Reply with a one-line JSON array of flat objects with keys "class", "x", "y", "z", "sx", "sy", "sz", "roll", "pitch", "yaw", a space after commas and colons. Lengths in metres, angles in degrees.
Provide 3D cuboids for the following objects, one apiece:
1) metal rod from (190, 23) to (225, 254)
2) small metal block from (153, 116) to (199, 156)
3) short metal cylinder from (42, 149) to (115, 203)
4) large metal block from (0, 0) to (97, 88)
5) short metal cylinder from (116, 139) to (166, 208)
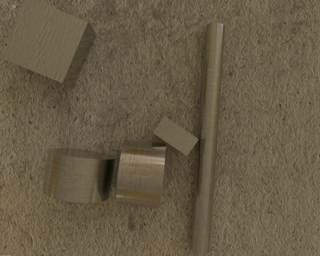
[{"class": "metal rod", "x": 0.063, "y": 0.013, "z": 0.410, "sx": 0.025, "sy": 0.025, "sz": 0.298, "roll": 4, "pitch": 90, "yaw": -1}, {"class": "small metal block", "x": 0.019, "y": 0.009, "z": 0.398, "sx": 0.050, "sy": 0.050, "sz": 0.025, "roll": 35, "pitch": 90, "yaw": -1}, {"class": "short metal cylinder", "x": -0.099, "y": 0.056, "z": 0.381, "sx": 0.081, "sy": 0.080, "sz": 0.050, "roll": 8, "pitch": 90, "yaw": -1}, {"class": "large metal block", "x": -0.139, "y": -0.106, "z": 0.396, "sx": 0.080, "sy": 0.050, "sz": 0.080, "roll": 23, "pitch": 90, "yaw": -1}, {"class": "short metal cylinder", "x": -0.022, "y": 0.056, "z": 0.382, "sx": 0.050, "sy": 0.080, "sz": 0.079, "roll": 6, "pitch": 90, "yaw": 0}]
